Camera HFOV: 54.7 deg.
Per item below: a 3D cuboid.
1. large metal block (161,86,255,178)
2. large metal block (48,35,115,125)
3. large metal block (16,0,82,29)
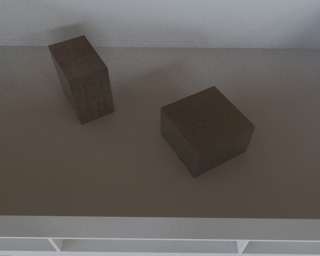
[{"bbox_3d":[0.056,0.003,0.387,0.081,0.050,0.080,-24,54,-19],"label":"large metal block"},{"bbox_3d":[-0.106,-0.066,0.424,0.050,0.080,0.080,-24,54,-18],"label":"large metal block"},{"bbox_3d":[-0.211,-0.240,0.592,0.080,0.050,0.080,17,52,13],"label":"large metal block"}]
